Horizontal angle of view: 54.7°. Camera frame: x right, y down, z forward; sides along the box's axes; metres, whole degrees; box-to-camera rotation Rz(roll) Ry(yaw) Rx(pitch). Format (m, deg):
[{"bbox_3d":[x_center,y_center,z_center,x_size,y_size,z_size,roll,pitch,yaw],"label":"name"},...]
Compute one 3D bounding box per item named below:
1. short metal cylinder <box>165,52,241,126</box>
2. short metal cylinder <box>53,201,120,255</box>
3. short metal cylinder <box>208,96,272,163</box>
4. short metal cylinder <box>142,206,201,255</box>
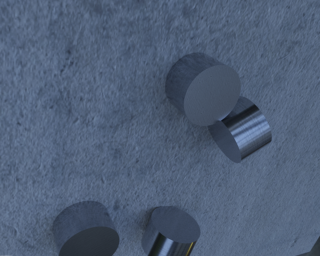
[{"bbox_3d":[0.054,-0.049,0.391,0.081,0.050,0.079,-14,125,-21],"label":"short metal cylinder"},{"bbox_3d":[-0.103,0.148,0.428,0.081,0.050,0.079,-14,125,-21],"label":"short metal cylinder"},{"bbox_3d":[0.109,0.002,0.434,0.050,0.080,0.080,-30,129,-9],"label":"short metal cylinder"},{"bbox_3d":[0.017,0.169,0.487,0.081,0.080,0.050,7,115,-32],"label":"short metal cylinder"}]
